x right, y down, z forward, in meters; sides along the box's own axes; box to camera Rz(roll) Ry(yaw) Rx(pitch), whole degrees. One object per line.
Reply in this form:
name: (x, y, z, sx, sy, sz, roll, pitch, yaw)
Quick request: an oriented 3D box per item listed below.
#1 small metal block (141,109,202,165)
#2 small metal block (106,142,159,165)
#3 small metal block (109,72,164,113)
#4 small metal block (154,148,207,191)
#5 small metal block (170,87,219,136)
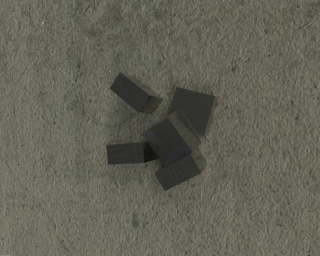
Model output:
small metal block: (0.014, 0.012, 0.382, 0.050, 0.025, 0.050, -31, 98, 42)
small metal block: (-0.035, 0.032, 0.408, 0.050, 0.050, 0.025, -5, 89, 20)
small metal block: (-0.030, -0.045, 0.406, 0.050, 0.050, 0.025, 39, 103, 16)
small metal block: (0.027, 0.050, 0.385, 0.050, 0.050, 0.025, -30, 88, 17)
small metal block: (0.042, -0.021, 0.394, 0.050, 0.025, 0.050, 17, 95, 19)
